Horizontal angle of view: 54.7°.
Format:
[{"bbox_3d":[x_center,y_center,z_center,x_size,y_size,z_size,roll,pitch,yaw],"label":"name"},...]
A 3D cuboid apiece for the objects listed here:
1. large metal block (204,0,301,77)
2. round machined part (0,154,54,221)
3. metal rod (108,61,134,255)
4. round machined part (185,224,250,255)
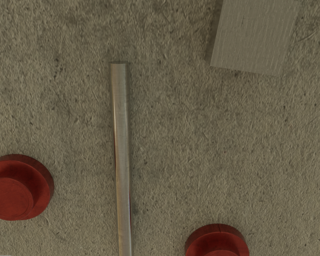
[{"bbox_3d":[0.101,-0.109,0.357,0.081,0.050,0.079,8,110,-3],"label":"large metal block"},{"bbox_3d":[-0.204,0.089,0.432,0.099,0.042,0.097,0,110,0],"label":"round machined part"},{"bbox_3d":[-0.052,0.059,0.431,0.025,0.025,0.298,0,110,0],"label":"metal rod"},{"bbox_3d":[0.089,0.200,0.475,0.099,0.042,0.097,0,110,0],"label":"round machined part"}]
